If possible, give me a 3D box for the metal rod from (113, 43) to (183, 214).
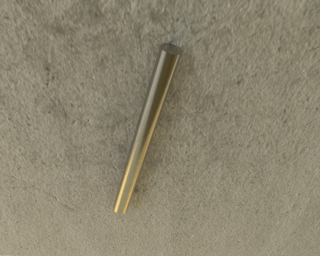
[{"bbox_3d":[-0.027,0.024,0.427,0.025,0.025,0.298,11,129,-10],"label":"metal rod"}]
